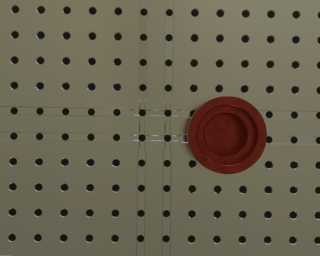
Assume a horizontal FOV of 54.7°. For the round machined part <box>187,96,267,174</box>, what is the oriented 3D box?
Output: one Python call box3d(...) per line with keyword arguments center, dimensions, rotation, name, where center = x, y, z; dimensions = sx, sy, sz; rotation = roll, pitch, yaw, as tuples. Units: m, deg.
box3d(center=(0.084, 0.009, 0.406), dimensions=(0.099, 0.042, 0.097), rotation=(0, 90, -1), name="round machined part")
